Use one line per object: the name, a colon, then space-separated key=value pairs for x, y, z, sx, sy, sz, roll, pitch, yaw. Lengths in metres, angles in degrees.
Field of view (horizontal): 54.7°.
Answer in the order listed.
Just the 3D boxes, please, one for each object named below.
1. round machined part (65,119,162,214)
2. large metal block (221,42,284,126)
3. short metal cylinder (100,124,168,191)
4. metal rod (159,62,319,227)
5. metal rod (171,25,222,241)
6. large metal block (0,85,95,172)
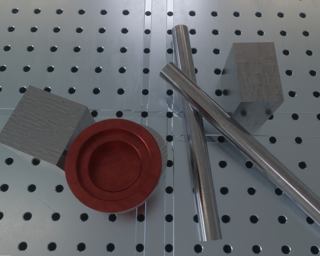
round machined part: x=-0.047 y=0.043 z=0.334 sx=0.099 sy=0.042 sz=0.098 roll=0 pitch=70 yaw=0
large metal block: x=0.116 y=-0.054 z=0.403 sx=0.050 sy=0.080 sz=0.080 roll=-1 pitch=70 yaw=-1
short metal cylinder: x=-0.031 y=0.040 z=0.383 sx=0.081 sy=0.050 sz=0.080 roll=0 pitch=70 yaw=0
metal rod: x=0.115 y=0.026 z=0.386 sx=0.300 sy=0.025 sz=0.025 roll=44 pitch=76 yaw=8
metal rod: x=0.045 y=-0.008 z=0.414 sx=0.025 sy=0.025 sz=0.299 roll=-6 pitch=70 yaw=-2
large metal block: x=-0.142 y=0.003 z=0.396 sx=0.080 sy=0.050 sz=0.080 roll=21 pitch=71 yaw=7
